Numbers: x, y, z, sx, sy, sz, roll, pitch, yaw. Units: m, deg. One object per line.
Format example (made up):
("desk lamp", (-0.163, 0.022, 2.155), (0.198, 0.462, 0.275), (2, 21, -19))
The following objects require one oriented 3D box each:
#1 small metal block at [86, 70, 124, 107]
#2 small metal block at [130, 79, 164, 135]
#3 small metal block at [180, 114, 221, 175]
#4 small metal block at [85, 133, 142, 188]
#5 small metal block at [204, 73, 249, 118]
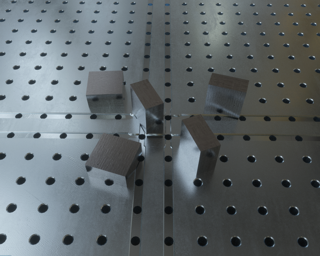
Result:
("small metal block", (-0.079, -0.058, 0.455), (0.050, 0.025, 0.050), (-2, 50, -3))
("small metal block", (-0.017, -0.028, 0.415), (0.025, 0.050, 0.050), (-20, 53, -16))
("small metal block", (0.047, 0.020, 0.375), (0.025, 0.050, 0.050), (-17, 52, -14))
("small metal block", (-0.055, 0.038, 0.375), (0.050, 0.025, 0.050), (15, 51, 11))
("small metal block", (0.092, -0.045, 0.430), (0.050, 0.050, 0.025), (14, 52, 11))
